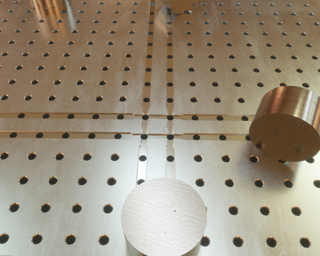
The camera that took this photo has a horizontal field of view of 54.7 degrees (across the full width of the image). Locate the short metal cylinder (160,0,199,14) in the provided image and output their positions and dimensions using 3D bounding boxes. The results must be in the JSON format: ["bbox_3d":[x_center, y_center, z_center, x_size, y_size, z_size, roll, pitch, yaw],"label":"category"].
[{"bbox_3d":[0.036,-0.271,0.600,0.081,0.080,0.050,-25,55,-20],"label":"short metal cylinder"}]

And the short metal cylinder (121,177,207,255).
[{"bbox_3d":[0.004,0.097,0.310,0.081,0.050,0.080,0,50,0],"label":"short metal cylinder"}]

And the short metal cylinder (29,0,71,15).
[{"bbox_3d":[-0.222,-0.269,0.616,0.081,0.050,0.080,0,50,0],"label":"short metal cylinder"}]

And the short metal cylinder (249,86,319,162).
[{"bbox_3d":[0.156,-0.004,0.376,0.080,0.080,0.050,21,53,17],"label":"short metal cylinder"}]
